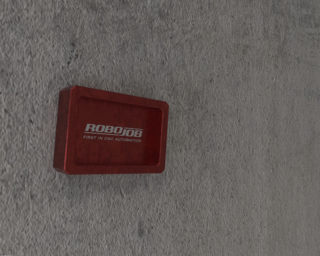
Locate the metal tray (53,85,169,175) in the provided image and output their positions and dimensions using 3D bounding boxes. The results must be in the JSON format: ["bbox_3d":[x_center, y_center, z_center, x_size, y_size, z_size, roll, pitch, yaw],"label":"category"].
[{"bbox_3d":[-0.050,0.007,0.358,0.131,0.030,0.090,6,86,-40],"label":"metal tray"}]
